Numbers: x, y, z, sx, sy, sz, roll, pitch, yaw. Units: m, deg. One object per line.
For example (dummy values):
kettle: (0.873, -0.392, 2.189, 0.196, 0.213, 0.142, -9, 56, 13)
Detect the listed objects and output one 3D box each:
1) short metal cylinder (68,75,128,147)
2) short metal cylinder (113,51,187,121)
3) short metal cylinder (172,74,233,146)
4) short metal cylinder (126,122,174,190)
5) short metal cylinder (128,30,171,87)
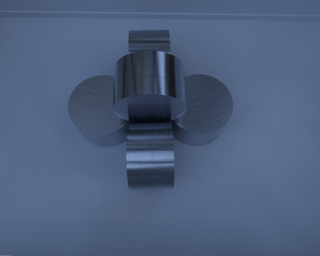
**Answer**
short metal cylinder: (-0.072, -0.021, 0.401, 0.081, 0.050, 0.080, 0, 70, 0)
short metal cylinder: (-0.012, -0.043, 0.347, 0.081, 0.080, 0.050, -1, 70, -1)
short metal cylinder: (0.049, -0.022, 0.402, 0.081, 0.050, 0.080, 0, 70, 0)
short metal cylinder: (-0.011, 0.033, 0.366, 0.050, 0.080, 0.080, -2, 70, -1)
short metal cylinder: (-0.013, -0.088, 0.410, 0.050, 0.080, 0.080, -2, 70, -1)
